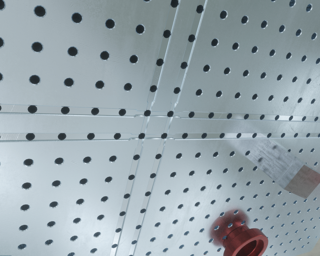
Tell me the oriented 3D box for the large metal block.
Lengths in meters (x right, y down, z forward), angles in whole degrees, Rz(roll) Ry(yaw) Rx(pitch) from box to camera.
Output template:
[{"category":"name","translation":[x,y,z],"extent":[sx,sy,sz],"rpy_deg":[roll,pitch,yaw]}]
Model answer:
[{"category":"large metal block","translation":[0.222,0.071,0.541],"extent":[0.080,0.080,0.050],"rpy_deg":[25,105,-37]}]

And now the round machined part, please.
[{"category":"round machined part","translation":[0.173,0.245,0.646],"extent":[0.099,0.042,0.097],"rpy_deg":[-14,124,-21]}]
